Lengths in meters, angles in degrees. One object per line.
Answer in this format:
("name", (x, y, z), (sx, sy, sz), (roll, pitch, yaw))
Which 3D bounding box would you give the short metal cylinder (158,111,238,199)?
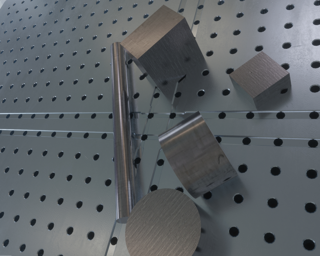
("short metal cylinder", (0.041, 0.028, 0.334), (0.050, 0.080, 0.080), (-31, 52, 8))

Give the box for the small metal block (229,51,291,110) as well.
("small metal block", (0.122, -0.059, 0.380), (0.050, 0.025, 0.050), (-36, 51, 4))

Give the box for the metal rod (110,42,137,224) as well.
("metal rod", (-0.055, -0.015, 0.446), (0.025, 0.025, 0.299), (-20, 54, 17))

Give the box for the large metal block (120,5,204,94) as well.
("large metal block", (0.005, -0.109, 0.437), (0.080, 0.080, 0.050), (-42, 51, -1))

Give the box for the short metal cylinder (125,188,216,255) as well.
("short metal cylinder", (0.012, 0.109, 0.319), (0.080, 0.050, 0.080), (-13, 56, 21))
